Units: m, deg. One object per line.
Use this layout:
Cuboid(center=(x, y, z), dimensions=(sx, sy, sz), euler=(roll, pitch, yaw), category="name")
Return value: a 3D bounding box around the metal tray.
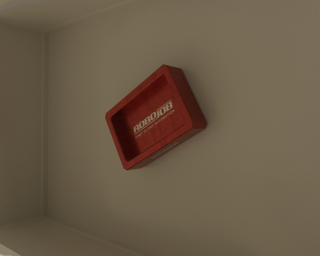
Cuboid(center=(-0.011, -0.010, 0.410), dimensions=(0.130, 0.030, 0.090), euler=(-35, 69, 34), category="metal tray")
